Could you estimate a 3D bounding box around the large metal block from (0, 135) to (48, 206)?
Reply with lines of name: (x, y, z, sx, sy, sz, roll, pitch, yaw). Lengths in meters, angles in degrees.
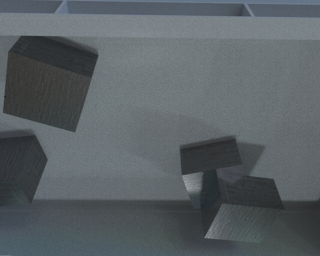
large metal block: (-0.211, 0.058, 0.420, 0.080, 0.080, 0.050, -5, 130, 4)

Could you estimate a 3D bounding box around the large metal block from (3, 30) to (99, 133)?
large metal block: (-0.122, -0.050, 0.349, 0.081, 0.050, 0.079, 17, 128, -14)

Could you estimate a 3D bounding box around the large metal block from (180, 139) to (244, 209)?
large metal block: (0.079, 0.068, 0.451, 0.080, 0.050, 0.080, -12, 129, 10)

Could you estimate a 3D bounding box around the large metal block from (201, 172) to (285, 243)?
large metal block: (0.107, 0.110, 0.421, 0.081, 0.050, 0.079, 8, 130, -7)
